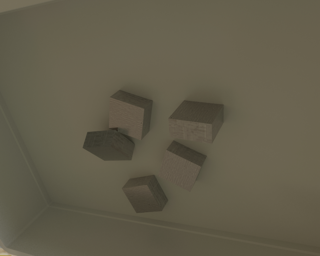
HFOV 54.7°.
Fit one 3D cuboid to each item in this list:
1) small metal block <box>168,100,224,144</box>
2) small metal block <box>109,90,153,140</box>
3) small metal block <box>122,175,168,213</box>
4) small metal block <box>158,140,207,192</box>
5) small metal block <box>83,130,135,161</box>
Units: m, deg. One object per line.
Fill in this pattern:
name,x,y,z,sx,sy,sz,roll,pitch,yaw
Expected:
small metal block,0.044,-0.009,0.363,0.050,0.050,0.025,9,122,23
small metal block,-0.040,-0.018,0.417,0.050,0.025,0.050,19,126,16
small metal block,-0.023,0.104,0.483,0.050,0.025,0.050,-15,111,34
small metal block,0.030,0.052,0.424,0.050,0.025,0.050,25,127,12
small metal block,-0.073,0.026,0.446,0.050,0.025,0.050,-5,151,30
